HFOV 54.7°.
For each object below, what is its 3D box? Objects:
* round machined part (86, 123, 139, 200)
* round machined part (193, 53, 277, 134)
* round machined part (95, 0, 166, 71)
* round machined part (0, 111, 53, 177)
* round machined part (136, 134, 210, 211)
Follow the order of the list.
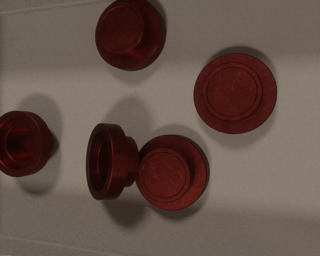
[{"bbox_3d":[-0.061,0.044,0.405,0.098,0.042,0.097,-13,75,58],"label":"round machined part"},{"bbox_3d":[0.088,-0.041,0.370,0.098,0.042,0.097,0,90,19],"label":"round machined part"},{"bbox_3d":[-0.045,-0.128,0.416,0.098,0.042,0.097,0,90,19],"label":"round machined part"},{"bbox_3d":[-0.205,0.023,0.472,0.098,0.042,0.097,0,90,19],"label":"round machined part"},{"bbox_3d":[0.011,0.057,0.397,0.098,0.042,0.097,0,90,19],"label":"round machined part"}]
